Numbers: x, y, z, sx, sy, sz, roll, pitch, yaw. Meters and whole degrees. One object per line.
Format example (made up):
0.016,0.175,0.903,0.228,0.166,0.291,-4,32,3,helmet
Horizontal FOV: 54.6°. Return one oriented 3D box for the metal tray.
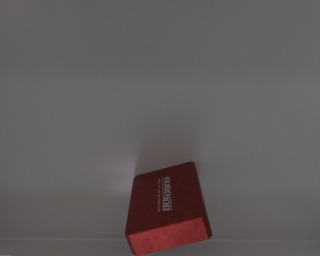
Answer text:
0.009,0.094,0.390,0.090,0.130,0.030,-15,110,5,metal tray
